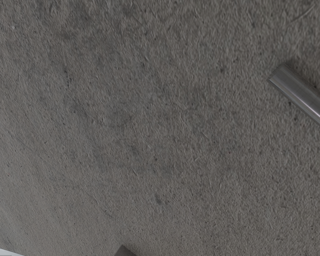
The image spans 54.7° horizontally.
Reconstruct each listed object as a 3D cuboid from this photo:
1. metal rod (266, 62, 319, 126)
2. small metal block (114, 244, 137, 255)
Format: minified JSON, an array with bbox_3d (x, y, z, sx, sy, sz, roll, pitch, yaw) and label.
[{"bbox_3d":[0.230,0.041,0.310,0.300,0.025,0.025,40,129,0],"label":"metal rod"},{"bbox_3d":[-0.069,0.261,0.589,0.050,0.050,0.025,36,129,4],"label":"small metal block"}]
